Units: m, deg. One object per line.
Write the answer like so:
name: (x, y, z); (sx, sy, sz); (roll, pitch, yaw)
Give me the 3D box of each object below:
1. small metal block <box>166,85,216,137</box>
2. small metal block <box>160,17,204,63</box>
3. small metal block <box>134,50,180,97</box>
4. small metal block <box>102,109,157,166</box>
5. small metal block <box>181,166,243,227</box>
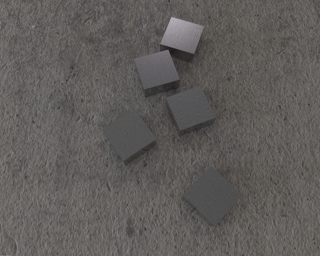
small metal block: (0.040, -0.023, 0.417); (0.050, 0.025, 0.050); (-20, 71, -7)
small metal block: (0.032, -0.129, 0.455); (0.050, 0.025, 0.050); (18, 71, 6)
small metal block: (-0.005, -0.077, 0.436); (0.050, 0.025, 0.050); (-17, 71, -6)
small metal block: (-0.039, 0.012, 0.403); (0.050, 0.025, 0.050); (-33, 74, -12)
small metal block: (0.062, 0.083, 0.378); (0.050, 0.025, 0.050); (-43, 76, -14)
